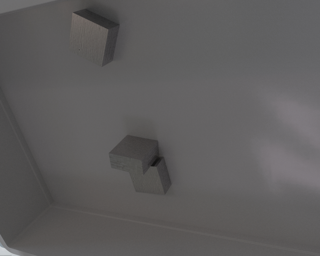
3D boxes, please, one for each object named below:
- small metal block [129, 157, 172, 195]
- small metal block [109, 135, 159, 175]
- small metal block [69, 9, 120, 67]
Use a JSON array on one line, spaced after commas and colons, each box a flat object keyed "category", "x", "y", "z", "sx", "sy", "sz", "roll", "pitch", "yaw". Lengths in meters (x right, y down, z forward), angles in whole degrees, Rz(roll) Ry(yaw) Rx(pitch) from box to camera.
[{"category": "small metal block", "x": -0.016, "y": 0.070, "z": 0.460, "sx": 0.050, "sy": 0.025, "sz": 0.050, "roll": -1, "pitch": 118, "yaw": 28}, {"category": "small metal block", "x": -0.035, "y": 0.037, "z": 0.434, "sx": 0.050, "sy": 0.050, "sz": 0.025, "roll": 9, "pitch": 123, "yaw": 23}, {"category": "small metal block", "x": -0.082, "y": -0.111, "z": 0.383, "sx": 0.050, "sy": 0.025, "sz": 0.050, "roll": 28, "pitch": 128, "yaw": 10}]
